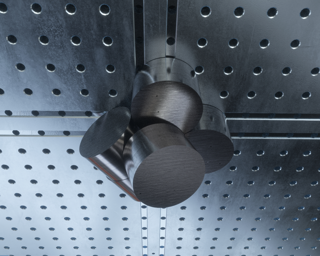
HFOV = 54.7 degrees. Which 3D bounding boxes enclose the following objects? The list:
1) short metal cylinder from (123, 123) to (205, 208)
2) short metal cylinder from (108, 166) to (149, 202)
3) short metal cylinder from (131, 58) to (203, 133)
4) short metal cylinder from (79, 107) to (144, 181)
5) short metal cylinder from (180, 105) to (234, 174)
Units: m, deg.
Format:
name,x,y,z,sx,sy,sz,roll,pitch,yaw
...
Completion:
name,x,y,z,sx,sy,sz,roll,pitch,yaw
short metal cylinder,0.003,0.041,0.346,0.081,0.050,0.079,-9,119,-16
short metal cylinder,-0.027,0.052,0.419,0.080,0.080,0.050,-27,125,20
short metal cylinder,0.008,-0.035,0.364,0.081,0.050,0.079,0,130,0
short metal cylinder,-0.054,0.019,0.391,0.080,0.080,0.050,-27,125,21
short metal cylinder,0.053,0.016,0.408,0.081,0.050,0.079,0,130,0
